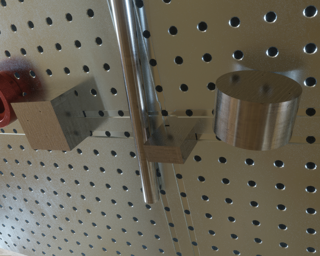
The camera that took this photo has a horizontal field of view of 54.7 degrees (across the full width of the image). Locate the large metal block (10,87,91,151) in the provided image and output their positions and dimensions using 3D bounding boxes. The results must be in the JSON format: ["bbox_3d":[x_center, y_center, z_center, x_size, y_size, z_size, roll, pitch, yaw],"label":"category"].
[{"bbox_3d":[-0.164,-0.013,0.471,0.080,0.050,0.080,0,119,28],"label":"large metal block"}]

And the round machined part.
[{"bbox_3d":[-0.266,-0.053,0.505,0.098,0.042,0.097,13,124,20],"label":"round machined part"}]

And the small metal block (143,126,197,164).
[{"bbox_3d":[0.014,0.021,0.399,0.050,0.050,0.025,1,119,27],"label":"small metal block"}]

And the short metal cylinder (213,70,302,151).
[{"bbox_3d":[0.095,-0.021,0.312,0.080,0.080,0.050,12,123,21],"label":"short metal cylinder"}]

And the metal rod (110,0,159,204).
[{"bbox_3d":[-0.028,-0.020,0.412,0.025,0.025,0.298,7,122,24],"label":"metal rod"}]
